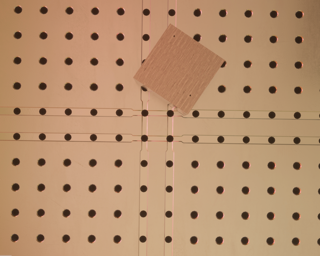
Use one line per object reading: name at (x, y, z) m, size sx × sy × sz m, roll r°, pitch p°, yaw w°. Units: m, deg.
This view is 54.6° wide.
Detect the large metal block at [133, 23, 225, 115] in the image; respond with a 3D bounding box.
large metal block at (0.023, -0.072, 0.401) m, size 0.080 × 0.050 × 0.080 m, roll 34°, pitch 90°, yaw 0°
